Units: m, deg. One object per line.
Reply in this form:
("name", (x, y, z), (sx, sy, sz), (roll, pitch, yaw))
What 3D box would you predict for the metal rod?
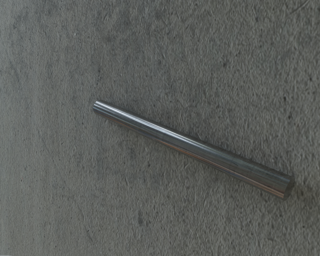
("metal rod", (0.016, 0.014, 0.392), (0.300, 0.025, 0.025), (23, 104, 37))
